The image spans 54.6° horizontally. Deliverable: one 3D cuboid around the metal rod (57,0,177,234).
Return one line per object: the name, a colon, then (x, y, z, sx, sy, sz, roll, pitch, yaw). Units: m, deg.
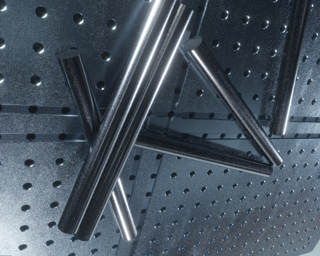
metal rod: (-0.049, -0.016, 0.346, 0.025, 0.025, 0.299, 18, 100, -35)

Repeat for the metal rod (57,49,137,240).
metal rod: (-0.070, 0.045, 0.400, 0.025, 0.025, 0.298, -22, 127, -15)

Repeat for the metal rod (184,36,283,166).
metal rod: (0.124, -0.021, 0.464, 0.025, 0.025, 0.300, -45, 129, 3)

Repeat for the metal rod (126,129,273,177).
metal rod: (0.075, 0.042, 0.477, 0.302, 0.025, 0.025, 16, 110, -35)

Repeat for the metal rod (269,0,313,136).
metal rod: (0.190, -0.119, 0.440, 0.025, 0.025, 0.298, -16, 125, -19)

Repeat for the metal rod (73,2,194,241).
metal rod: (-0.036, 0.000, 0.366, 0.025, 0.025, 0.299, 18, 101, -35)
